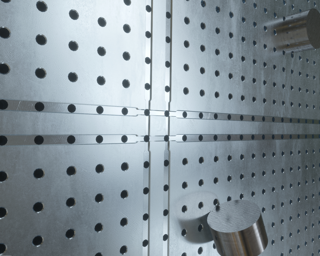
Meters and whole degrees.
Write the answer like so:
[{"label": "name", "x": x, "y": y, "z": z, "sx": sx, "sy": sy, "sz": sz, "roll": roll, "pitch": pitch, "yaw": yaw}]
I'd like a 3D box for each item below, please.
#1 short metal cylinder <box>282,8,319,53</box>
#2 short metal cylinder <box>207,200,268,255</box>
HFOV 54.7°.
[{"label": "short metal cylinder", "x": 0.296, "y": -0.199, "z": 0.640, "sx": 0.081, "sy": 0.050, "sz": 0.079, "roll": 0, "pitch": 90, "yaw": -40}, {"label": "short metal cylinder", "x": 0.118, "y": 0.154, "z": 0.472, "sx": 0.081, "sy": 0.080, "sz": 0.050, "roll": -30, "pitch": 109, "yaw": -36}]
